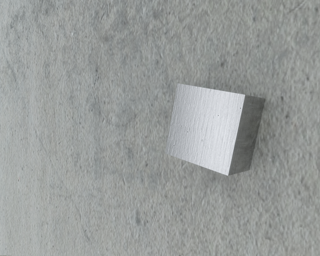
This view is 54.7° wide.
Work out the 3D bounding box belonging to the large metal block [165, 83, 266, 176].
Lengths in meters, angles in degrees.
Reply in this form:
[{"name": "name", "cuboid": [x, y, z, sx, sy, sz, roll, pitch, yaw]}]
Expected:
[{"name": "large metal block", "cuboid": [0.059, -0.001, 0.339, 0.080, 0.050, 0.079, 16, 100, 38]}]
